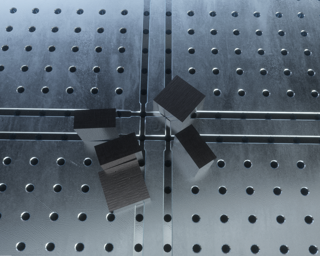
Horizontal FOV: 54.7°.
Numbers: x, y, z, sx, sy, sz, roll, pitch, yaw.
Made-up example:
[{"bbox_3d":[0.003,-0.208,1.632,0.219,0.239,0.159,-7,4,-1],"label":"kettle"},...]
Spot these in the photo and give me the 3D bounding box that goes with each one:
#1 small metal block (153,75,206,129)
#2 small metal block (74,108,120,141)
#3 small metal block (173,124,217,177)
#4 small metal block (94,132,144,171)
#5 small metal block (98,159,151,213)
[{"bbox_3d":[0.026,-0.036,0.425,0.050,0.025,0.050,38,74,12],"label":"small metal block"},{"bbox_3d":[-0.079,-0.003,0.399,0.050,0.050,0.025,-3,70,-1],"label":"small metal block"},{"bbox_3d":[0.042,0.029,0.388,0.025,0.050,0.050,-32,74,-11],"label":"small metal block"},{"bbox_3d":[-0.050,0.032,0.386,0.050,0.050,0.025,-20,72,-7],"label":"small metal block"},{"bbox_3d":[-0.044,0.073,0.385,0.050,0.025,0.050,-18,71,-7],"label":"small metal block"}]
